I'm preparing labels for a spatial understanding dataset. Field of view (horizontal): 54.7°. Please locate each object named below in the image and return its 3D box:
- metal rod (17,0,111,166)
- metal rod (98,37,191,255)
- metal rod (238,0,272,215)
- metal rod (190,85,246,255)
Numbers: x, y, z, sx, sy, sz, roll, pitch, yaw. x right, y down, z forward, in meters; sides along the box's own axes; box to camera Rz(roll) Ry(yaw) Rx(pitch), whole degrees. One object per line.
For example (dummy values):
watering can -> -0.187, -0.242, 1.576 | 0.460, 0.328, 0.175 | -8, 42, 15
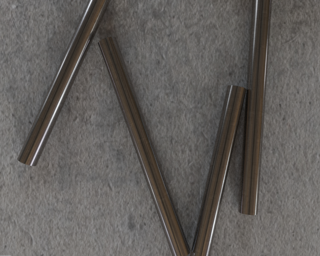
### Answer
metal rod -> -0.114, -0.091, 0.408 | 0.025, 0.025, 0.299 | 24, 90, -1
metal rod -> -0.021, 0.026, 0.409 | 0.025, 0.025, 0.298 | -19, 90, 0
metal rod -> 0.127, -0.037, 0.411 | 0.025, 0.025, 0.298 | 4, 90, -1
metal rod -> 0.070, 0.092, 0.410 | 0.025, 0.025, 0.298 | 12, 90, -1
